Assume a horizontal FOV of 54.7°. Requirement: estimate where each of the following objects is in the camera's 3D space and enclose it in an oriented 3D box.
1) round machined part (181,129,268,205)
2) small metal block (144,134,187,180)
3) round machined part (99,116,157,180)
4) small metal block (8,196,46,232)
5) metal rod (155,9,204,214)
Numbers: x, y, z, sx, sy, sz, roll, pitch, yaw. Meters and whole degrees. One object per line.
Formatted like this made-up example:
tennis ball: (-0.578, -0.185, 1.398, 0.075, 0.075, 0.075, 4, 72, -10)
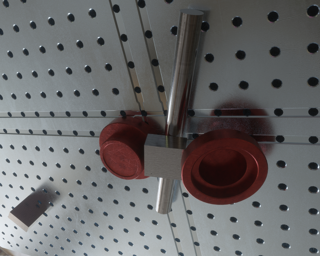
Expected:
round machined part: (0.074, 0.042, 0.372, 0.099, 0.042, 0.097, 0, 121, 0)
small metal block: (0.007, 0.037, 0.396, 0.050, 0.025, 0.050, 6, 124, 6)
round machined part: (-0.047, 0.036, 0.447, 0.098, 0.042, 0.097, 13, 124, 21)
small metal block: (-0.282, 0.182, 0.657, 0.050, 0.050, 0.025, 38, 129, 2)
metal rod: (0.019, 0.003, 0.402, 0.025, 0.025, 0.298, 19, 126, 17)
